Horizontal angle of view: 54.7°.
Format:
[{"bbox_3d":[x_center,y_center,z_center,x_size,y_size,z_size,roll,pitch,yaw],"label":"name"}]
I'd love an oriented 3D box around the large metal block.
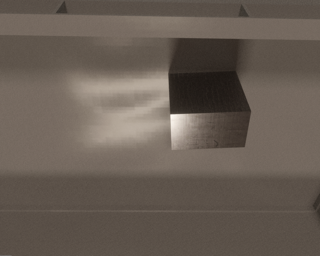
[{"bbox_3d":[0.052,-0.022,0.355,0.081,0.080,0.050,-2,130,1],"label":"large metal block"}]
